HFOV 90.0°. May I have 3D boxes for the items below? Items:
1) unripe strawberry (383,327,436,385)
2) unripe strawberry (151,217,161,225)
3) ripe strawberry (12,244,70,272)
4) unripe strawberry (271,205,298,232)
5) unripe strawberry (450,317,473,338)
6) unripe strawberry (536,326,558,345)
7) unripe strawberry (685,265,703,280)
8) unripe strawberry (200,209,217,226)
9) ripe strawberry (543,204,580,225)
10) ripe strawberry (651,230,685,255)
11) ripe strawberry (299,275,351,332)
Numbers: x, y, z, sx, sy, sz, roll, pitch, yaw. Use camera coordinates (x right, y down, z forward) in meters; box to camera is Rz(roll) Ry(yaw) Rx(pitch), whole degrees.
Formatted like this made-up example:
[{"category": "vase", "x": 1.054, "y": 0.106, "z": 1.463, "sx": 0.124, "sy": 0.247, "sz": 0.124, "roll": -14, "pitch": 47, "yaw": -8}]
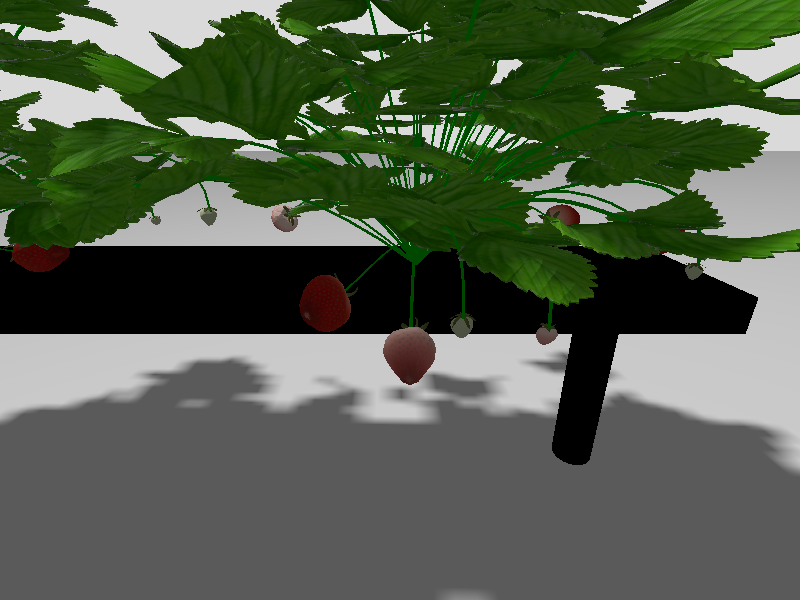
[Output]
[{"category": "unripe strawberry", "x": 0.004, "y": 0.027, "z": 0.189, "sx": 0.025, "sy": 0.026, "sz": 0.027, "roll": 1, "pitch": 40, "yaw": 3}, {"category": "unripe strawberry", "x": -0.285, "y": -0.093, "z": 0.468, "sx": 0.010, "sy": 0.010, "sz": 0.009, "roll": -17, "pitch": 27, "yaw": -35}, {"category": "ripe strawberry", "x": -0.301, "y": -0.040, "z": 0.339, "sx": 0.034, "sy": 0.033, "sz": 0.037, "roll": 4, "pitch": 22, "yaw": 8}, {"category": "unripe strawberry", "x": -0.143, "y": -0.099, "z": 0.490, "sx": 0.034, "sy": 0.033, "sz": 0.032, "roll": -13, "pitch": 7, "yaw": 46}, {"category": "unripe strawberry", "x": 0.034, "y": 0.015, "z": 0.221, "sx": 0.013, "sy": 0.013, "sz": 0.011, "roll": -3, "pitch": 22, "yaw": -7}, {"category": "unripe strawberry", "x": 0.076, "y": 0.019, "z": 0.208, "sx": 0.011, "sy": 0.010, "sz": 0.010, "roll": -8, "pitch": 23, "yaw": -19}, {"category": "unripe strawberry", "x": 0.198, "y": -0.019, "z": 0.271, "sx": 0.010, "sy": 0.010, "sz": 0.011, "roll": 11, "pitch": 24, "yaw": 25}, {"category": "unripe strawberry", "x": -0.249, "y": -0.108, "z": 0.521, "sx": 0.021, "sy": 0.022, "sz": 0.020, "roll": -19, "pitch": 29, "yaw": -39}, {"category": "ripe strawberry", "x": 0.185, "y": -0.087, "z": 0.453, "sx": 0.041, "sy": 0.041, "sz": 0.038, "roll": -8, "pitch": 23, "yaw": -30}, {"category": "ripe strawberry", "x": 0.258, "y": -0.064, "z": 0.392, "sx": 0.045, "sy": 0.044, "sz": 0.042, "roll": 17, "pitch": 18, "yaw": -16}, {"category": "ripe strawberry", "x": -0.045, "y": 0.003, "z": 0.234, "sx": 0.029, "sy": 0.033, "sz": 0.032, "roll": 10, "pitch": 25, "yaw": 22}]
